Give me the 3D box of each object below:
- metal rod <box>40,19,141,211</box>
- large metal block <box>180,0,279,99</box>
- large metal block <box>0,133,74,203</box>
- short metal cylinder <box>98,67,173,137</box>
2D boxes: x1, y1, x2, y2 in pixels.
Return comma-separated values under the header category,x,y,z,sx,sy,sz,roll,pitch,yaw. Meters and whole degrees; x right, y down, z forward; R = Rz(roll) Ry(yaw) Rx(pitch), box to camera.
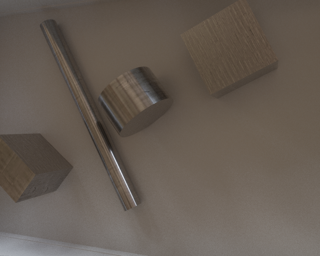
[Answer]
category,x,y,z,sx,sy,sz,roll,pitch,yaw
metal rod,-0.103,-0.024,0.445,0.025,0.025,0.299,-29,81,17
large metal block,0.083,-0.090,0.368,0.080,0.050,0.080,-27,81,17
large metal block,-0.189,0.053,0.446,0.080,0.080,0.050,41,103,15
short metal cylinder,-0.030,-0.032,0.391,0.080,0.080,0.050,-39,78,16
